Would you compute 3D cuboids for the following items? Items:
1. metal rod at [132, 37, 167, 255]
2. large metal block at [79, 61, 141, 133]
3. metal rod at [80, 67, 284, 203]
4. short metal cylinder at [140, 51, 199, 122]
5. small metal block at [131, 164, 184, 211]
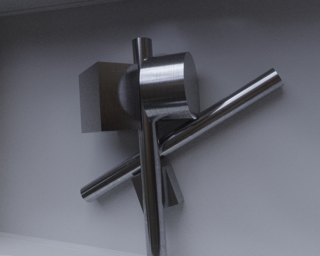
[{"bbox_3d":[-0.012,0.038,0.385,0.025,0.025,0.298,-5,87,19],"label":"metal rod"},{"bbox_3d":[-0.067,-0.035,0.397,0.080,0.050,0.079,-5,88,60],"label":"large metal block"},{"bbox_3d":[0.016,0.018,0.402,0.300,0.025,0.025,-33,80,16],"label":"metal rod"},{"bbox_3d":[0.014,-0.048,0.373,0.050,0.080,0.080,-5,89,18],"label":"short metal cylinder"},{"bbox_3d":[-0.003,0.081,0.409,0.050,0.025,0.050,-22,83,18],"label":"small metal block"}]
